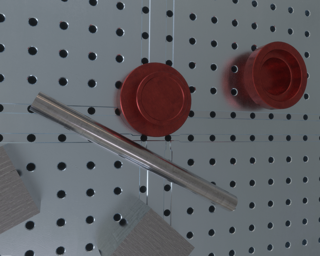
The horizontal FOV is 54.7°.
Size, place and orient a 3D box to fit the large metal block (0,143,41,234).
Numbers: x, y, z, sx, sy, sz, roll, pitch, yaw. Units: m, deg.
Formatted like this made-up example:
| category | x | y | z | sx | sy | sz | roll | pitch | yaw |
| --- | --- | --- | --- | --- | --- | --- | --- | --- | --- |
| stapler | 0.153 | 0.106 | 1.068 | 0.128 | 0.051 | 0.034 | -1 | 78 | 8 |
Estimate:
| category | x | y | z | sx | sy | sz | roll | pitch | yaw |
| --- | --- | --- | --- | --- | --- | --- | --- | --- | --- |
| large metal block | -0.186 | 0.071 | 0.331 | 0.081 | 0.050 | 0.080 | -28 | 99 | -18 |

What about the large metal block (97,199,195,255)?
| category | x | y | z | sx | sy | sz | roll | pitch | yaw |
| --- | --- | --- | --- | --- | --- | --- | --- | --- | --- |
| large metal block | -0.018 | 0.151 | 0.393 | 0.080 | 0.050 | 0.080 | 46 | 76 | -15 |

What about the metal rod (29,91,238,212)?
| category | x | y | z | sx | sy | sz | roll | pitch | yaw |
| --- | --- | --- | --- | --- | --- | --- | --- | --- | --- |
| metal rod | -0.020 | 0.039 | 0.405 | 0.301 | 0.025 | 0.025 | 30 | 80 | -18 |

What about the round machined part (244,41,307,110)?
| category | x | y | z | sx | sy | sz | roll | pitch | yaw |
| --- | --- | --- | --- | --- | --- | --- | --- | --- | --- |
| round machined part | 0.167 | -0.076 | 0.465 | 0.099 | 0.042 | 0.097 | 0 | 90 | -20 |

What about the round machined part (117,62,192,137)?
| category | x | y | z | sx | sy | sz | roll | pitch | yaw |
| --- | --- | --- | --- | --- | --- | --- | --- | --- | --- |
| round machined part | -0.003 | -0.037 | 0.402 | 0.099 | 0.042 | 0.097 | 0 | 90 | -20 |
